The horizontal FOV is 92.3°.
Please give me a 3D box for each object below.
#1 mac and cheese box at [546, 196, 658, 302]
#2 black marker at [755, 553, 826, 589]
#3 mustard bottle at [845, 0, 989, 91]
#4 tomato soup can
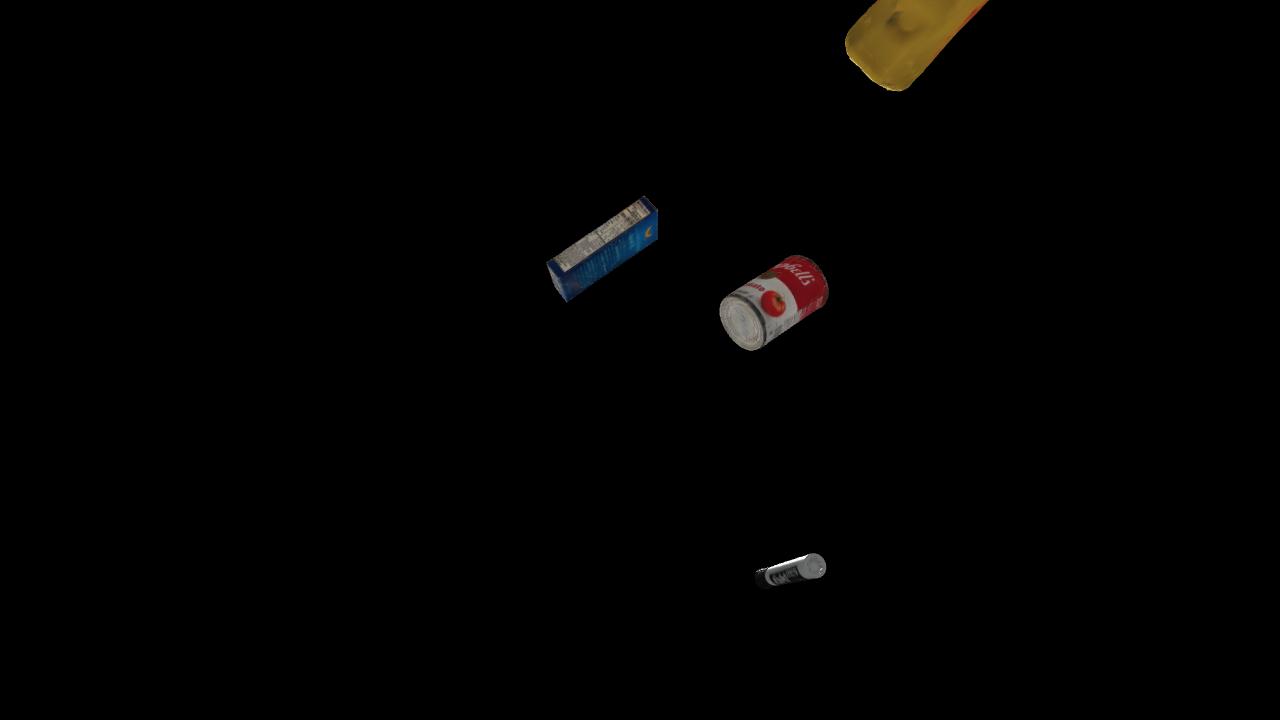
[{"bbox_3d":[-0.055,-0.170,0.954,0.184,0.041,0.093,-36,-16,-9],"label":"mac and cheese box"},{"bbox_3d":[0.128,0.186,0.539,0.020,0.020,0.121,0,-24,-11],"label":"black marker"},{"bbox_3d":[0.202,-0.244,0.347,0.092,0.054,0.184,-34,-9,-48],"label":"mustard bottle"},{"bbox_3d":[0.143,-0.062,0.662,0.101,0.068,0.068,-32,14,-23],"label":"tomato soup can"}]
